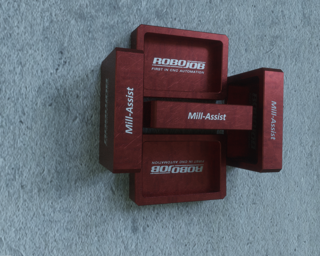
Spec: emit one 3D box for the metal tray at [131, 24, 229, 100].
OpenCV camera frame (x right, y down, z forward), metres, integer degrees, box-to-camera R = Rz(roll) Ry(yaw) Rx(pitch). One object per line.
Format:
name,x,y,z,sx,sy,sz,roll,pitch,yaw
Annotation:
metal tray,0.027,-0.084,0.417,0.131,0.030,0.089,0,93,-20

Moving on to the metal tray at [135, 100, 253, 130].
metal tray,0.038,-0.014,0.391,0.131,0.090,0.030,1,91,-20

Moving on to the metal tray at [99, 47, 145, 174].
metal tray,-0.047,-0.018,0.358,0.030,0.090,0.129,1,90,-21

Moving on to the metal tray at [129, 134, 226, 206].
metal tray,0.026,0.053,0.418,0.131,0.030,0.089,1,89,-20

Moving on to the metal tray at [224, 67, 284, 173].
metal tray,0.124,-0.010,0.421,0.030,0.090,0.129,1,90,-20
